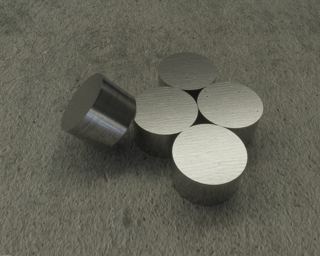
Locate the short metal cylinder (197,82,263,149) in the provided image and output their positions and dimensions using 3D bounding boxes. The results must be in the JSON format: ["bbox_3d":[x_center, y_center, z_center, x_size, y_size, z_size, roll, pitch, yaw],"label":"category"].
[{"bbox_3d":[0.086,-0.015,0.401,0.080,0.050,0.080,0,50,0],"label":"short metal cylinder"}]

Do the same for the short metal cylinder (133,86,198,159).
[{"bbox_3d":[0.006,-0.007,0.394,0.080,0.050,0.080,0,50,0],"label":"short metal cylinder"}]

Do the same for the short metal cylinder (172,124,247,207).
[{"bbox_3d":[0.054,0.042,0.354,0.080,0.050,0.080,0,50,0],"label":"short metal cylinder"}]

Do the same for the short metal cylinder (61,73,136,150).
[{"bbox_3d":[-0.075,-0.020,0.378,0.080,0.050,0.080,-33,39,32],"label":"short metal cylinder"}]

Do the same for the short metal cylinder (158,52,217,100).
[{"bbox_3d":[0.038,-0.063,0.442,0.080,0.050,0.080,0,50,0],"label":"short metal cylinder"}]
